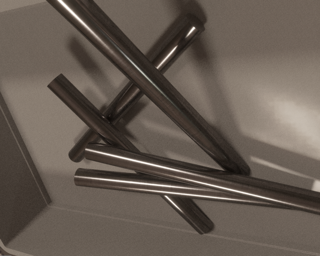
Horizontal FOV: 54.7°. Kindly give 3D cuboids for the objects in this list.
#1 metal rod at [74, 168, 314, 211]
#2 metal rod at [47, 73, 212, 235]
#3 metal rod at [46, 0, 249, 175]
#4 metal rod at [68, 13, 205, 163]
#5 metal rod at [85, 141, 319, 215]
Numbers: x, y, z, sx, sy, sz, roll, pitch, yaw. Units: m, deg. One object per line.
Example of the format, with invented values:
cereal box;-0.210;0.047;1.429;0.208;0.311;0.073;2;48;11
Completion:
metal rod;0.033;0.078;0.400;0.301;0.025;0.025;4;121;12
metal rod;-0.033;0.044;0.428;0.300;0.025;0.025;46;129;-14
metal rod;0.009;-0.027;0.304;0.025;0.025;0.300;-18;135;35
metal rod;-0.050;-0.032;0.413;0.025;0.025;0.299;45;129;-4
metal rod;0.051;0.058;0.373;0.301;0.025;0.025;11;124;13
